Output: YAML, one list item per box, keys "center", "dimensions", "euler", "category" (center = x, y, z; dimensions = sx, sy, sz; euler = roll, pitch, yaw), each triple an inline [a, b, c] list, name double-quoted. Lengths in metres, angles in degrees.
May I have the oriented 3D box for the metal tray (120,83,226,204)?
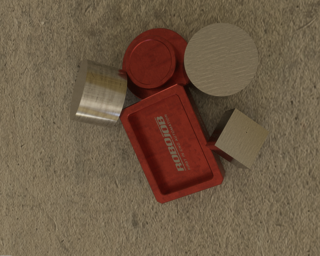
- center: [0.015, 0.020, 0.390]
  dimensions: [0.090, 0.030, 0.129]
  euler: [-23, 92, 18]
  category: "metal tray"

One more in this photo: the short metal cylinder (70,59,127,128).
- center: [-0.081, -0.044, 0.403]
  dimensions: [0.050, 0.080, 0.080]
  euler: [13, 96, -24]
  category: "short metal cylinder"

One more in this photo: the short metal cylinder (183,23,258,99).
- center: [0.067, -0.075, 0.362]
  dimensions: [0.080, 0.050, 0.079]
  euler: [0, 92, 2]
  category: "short metal cylinder"

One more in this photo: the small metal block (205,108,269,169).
- center: [0.090, 0.013, 0.360]
  dimensions: [0.050, 0.025, 0.050]
  euler: [34, 77, -10]
  category: "small metal block"

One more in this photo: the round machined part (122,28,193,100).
- center: [-0.006, -0.082, 0.404]
  dimensions: [0.098, 0.042, 0.097]
  euler: [0, 90, 20]
  category: "round machined part"
